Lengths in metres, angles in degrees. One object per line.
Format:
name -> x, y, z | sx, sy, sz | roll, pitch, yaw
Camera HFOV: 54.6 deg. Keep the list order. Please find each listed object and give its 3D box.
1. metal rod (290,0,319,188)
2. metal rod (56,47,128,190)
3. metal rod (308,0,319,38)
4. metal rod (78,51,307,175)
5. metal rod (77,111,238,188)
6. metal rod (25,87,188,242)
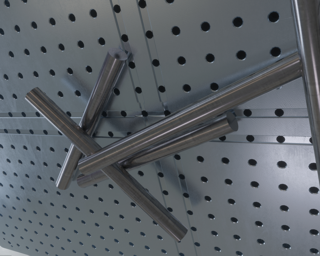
metal rod -> 0.153, -0.024, 0.295 | 0.025, 0.025, 0.299 | -6, 122, 31
metal rod -> -0.115, 0.006, 0.476 | 0.025, 0.025, 0.298 | 36, 129, 4
metal rod -> 0.176, -0.037, 0.294 | 0.025, 0.025, 0.299 | -13, 112, 33
metal rod -> 0.017, -0.005, 0.365 | 0.300, 0.025, 0.025 | -26, 105, 26
metal rod -> -0.025, 0.042, 0.450 | 0.299, 0.025, 0.025 | -25, 105, 37
metal rod -> -0.075, 0.054, 0.451 | 0.300, 0.025, 0.025 | 44, 129, -3
